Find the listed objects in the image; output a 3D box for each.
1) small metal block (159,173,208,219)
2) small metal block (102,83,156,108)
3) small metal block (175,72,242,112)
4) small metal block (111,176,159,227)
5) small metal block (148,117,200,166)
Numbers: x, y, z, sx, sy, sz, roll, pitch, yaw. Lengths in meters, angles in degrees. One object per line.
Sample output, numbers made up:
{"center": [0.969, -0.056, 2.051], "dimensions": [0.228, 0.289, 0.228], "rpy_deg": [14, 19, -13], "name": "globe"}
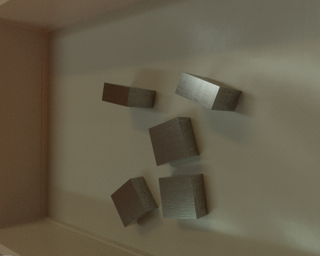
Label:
{"center": [0.028, 0.084, 0.384], "dimensions": [0.050, 0.025, 0.050], "rpy_deg": [-12, 83, 39], "name": "small metal block"}
{"center": [-0.043, -0.045, 0.426], "dimensions": [0.050, 0.050, 0.025], "rpy_deg": [16, 100, 39], "name": "small metal block"}
{"center": [0.054, -0.040, 0.346], "dimensions": [0.050, 0.050, 0.025], "rpy_deg": [30, 109, 36], "name": "small metal block"}
{"center": [-0.037, 0.104, 0.438], "dimensions": [0.050, 0.025, 0.050], "rpy_deg": [-43, 64, 31], "name": "small metal block"}
{"center": [0.017, 0.018, 0.393], "dimensions": [0.050, 0.025, 0.050], "rpy_deg": [-22, 76, 38], "name": "small metal block"}
